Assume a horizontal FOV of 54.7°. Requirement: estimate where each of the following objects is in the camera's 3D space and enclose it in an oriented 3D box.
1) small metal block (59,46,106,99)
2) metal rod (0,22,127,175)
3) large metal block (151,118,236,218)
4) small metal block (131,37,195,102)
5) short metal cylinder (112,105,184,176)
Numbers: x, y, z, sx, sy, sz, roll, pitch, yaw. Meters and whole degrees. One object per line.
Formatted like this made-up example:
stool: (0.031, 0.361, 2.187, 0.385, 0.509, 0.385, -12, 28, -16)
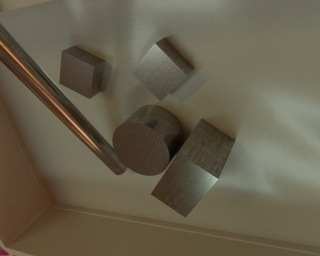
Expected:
small metal block: (-0.105, -0.075, 0.416, 0.050, 0.025, 0.050, 27, 128, 10)
metal rod: (-0.117, -0.024, 0.371, 0.025, 0.025, 0.299, 1, 145, 27)
large metal block: (0.041, 0.048, 0.380, 0.050, 0.080, 0.079, 34, 129, 6)
small metal block: (0.003, -0.068, 0.364, 0.050, 0.025, 0.050, 45, 129, -4)
short metal cylinder: (-0.015, 0.016, 0.409, 0.080, 0.050, 0.079, 13, 124, 20)
